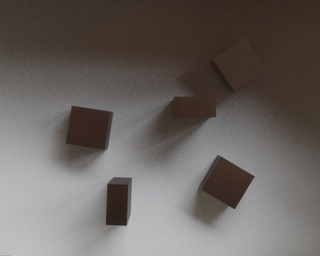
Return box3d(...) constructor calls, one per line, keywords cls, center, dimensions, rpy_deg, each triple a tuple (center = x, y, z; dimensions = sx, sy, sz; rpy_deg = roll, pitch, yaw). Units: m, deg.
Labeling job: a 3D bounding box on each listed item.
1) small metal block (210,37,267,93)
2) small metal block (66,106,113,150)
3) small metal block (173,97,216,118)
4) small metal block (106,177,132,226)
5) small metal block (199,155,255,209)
box3d(cls="small metal block", center=(0.103, -0.083, 0.412), dimensions=(0.050, 0.025, 0.050), rpy_deg=(-34, 90, 0))
box3d(cls="small metal block", center=(-0.092, 0.000, 0.411), dimensions=(0.050, 0.025, 0.050), rpy_deg=(9, 90, 0))
box3d(cls="small metal block", center=(0.043, -0.026, 0.399), dimensions=(0.050, 0.050, 0.025), rpy_deg=(0, 90, 0))
box3d(cls="small metal block", center=(-0.052, 0.093, 0.398), dimensions=(0.025, 0.050, 0.050), rpy_deg=(2, 90, 0))
box3d(cls="small metal block", center=(0.088, 0.071, 0.412), dimensions=(0.050, 0.025, 0.050), rpy_deg=(31, 90, 0))
